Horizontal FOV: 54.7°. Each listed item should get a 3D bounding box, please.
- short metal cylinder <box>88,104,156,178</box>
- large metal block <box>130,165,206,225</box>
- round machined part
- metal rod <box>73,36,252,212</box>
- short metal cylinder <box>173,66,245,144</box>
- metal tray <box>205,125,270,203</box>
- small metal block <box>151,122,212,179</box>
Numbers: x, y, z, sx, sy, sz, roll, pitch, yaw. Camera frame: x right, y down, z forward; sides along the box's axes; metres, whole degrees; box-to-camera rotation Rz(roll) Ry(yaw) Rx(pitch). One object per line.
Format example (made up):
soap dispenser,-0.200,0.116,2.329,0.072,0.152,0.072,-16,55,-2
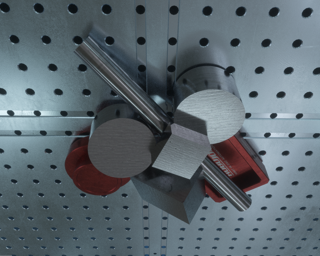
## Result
short metal cylinder,-0.048,0.015,0.388,0.081,0.050,0.079,-3,114,-8
large metal block,0.013,0.079,0.423,0.080,0.050,0.080,22,152,25
round machined part,-0.087,0.060,0.445,0.099,0.042,0.097,0,130,0
metal rod,0.017,0.009,0.382,0.025,0.025,0.300,-35,113,26
short metal cylinder,0.056,-0.026,0.369,0.081,0.050,0.079,0,130,0
metal tray,0.088,0.050,0.447,0.090,0.030,0.130,-29,125,22
small metal block,0.024,0.027,0.361,0.050,0.025,0.050,21,119,-17
